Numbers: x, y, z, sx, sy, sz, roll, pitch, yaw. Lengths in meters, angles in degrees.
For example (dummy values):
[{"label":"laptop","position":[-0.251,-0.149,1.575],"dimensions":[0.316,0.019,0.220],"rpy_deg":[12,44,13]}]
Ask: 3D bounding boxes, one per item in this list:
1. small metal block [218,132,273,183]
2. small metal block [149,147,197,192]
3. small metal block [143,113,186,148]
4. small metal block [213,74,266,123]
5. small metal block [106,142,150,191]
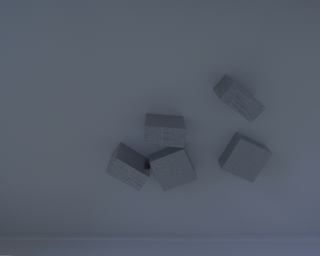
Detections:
[{"label":"small metal block","position":[0.117,0.041,0.428],"dimensions":[0.050,0.025,0.050],"rpy_deg":[25,108,-9]},{"label":"small metal block","position":[0.018,0.054,0.432],"dimensions":[0.050,0.025,0.050],"rpy_deg":[-22,109,7]},{"label":"small metal block","position":[0.005,0.002,0.399],"dimensions":[0.050,0.050,0.025],"rpy_deg":[4,110,-2]},{"label":"small metal block","position":[0.097,-0.038,0.386],"dimensions":[0.050,0.050,0.025],"rpy_deg":[35,106,-12]},{"label":"small metal block","position":[-0.041,0.051,0.416],"dimensions":[0.050,0.050,0.025],"rpy_deg":[32,107,-12]}]
